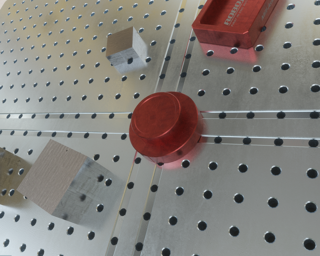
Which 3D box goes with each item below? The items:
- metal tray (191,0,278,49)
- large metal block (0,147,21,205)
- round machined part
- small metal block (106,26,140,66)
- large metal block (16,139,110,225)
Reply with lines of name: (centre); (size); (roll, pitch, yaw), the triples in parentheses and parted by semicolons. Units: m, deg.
metal tray: (0.116, -0.181, 0.455); (0.090, 0.030, 0.130); (20, 72, 35)
large metal block: (-0.284, 0.076, 0.495); (0.080, 0.050, 0.080); (-4, 60, 26)
round machined part: (0.002, -0.007, 0.401); (0.098, 0.042, 0.098); (-13, 56, 21)
small metal block: (-0.062, -0.139, 0.526); (0.050, 0.025, 0.050); (-14, 56, 20)
large metal block: (-0.130, 0.070, 0.417); (0.080, 0.050, 0.080); (18, 71, 35)
